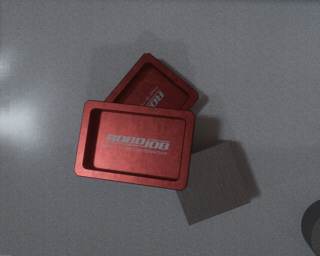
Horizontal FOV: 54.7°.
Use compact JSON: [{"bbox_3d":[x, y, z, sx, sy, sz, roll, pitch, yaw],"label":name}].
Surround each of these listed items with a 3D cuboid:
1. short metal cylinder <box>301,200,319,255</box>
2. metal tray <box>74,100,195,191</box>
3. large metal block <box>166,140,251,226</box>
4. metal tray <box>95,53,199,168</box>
[{"bbox_3d":[0.229,0.135,0.395,0.080,0.050,0.079,0,90,11],"label":"short metal cylinder"},{"bbox_3d":[-0.028,0.019,0.365,0.131,0.030,0.090,7,85,8],"label":"metal tray"},{"bbox_3d":[0.059,0.067,0.400,0.080,0.050,0.080,-21,90,-1],"label":"large metal block"},{"bbox_3d":[-0.024,-0.021,0.408,0.090,0.030,0.130,40,90,-1],"label":"metal tray"}]
